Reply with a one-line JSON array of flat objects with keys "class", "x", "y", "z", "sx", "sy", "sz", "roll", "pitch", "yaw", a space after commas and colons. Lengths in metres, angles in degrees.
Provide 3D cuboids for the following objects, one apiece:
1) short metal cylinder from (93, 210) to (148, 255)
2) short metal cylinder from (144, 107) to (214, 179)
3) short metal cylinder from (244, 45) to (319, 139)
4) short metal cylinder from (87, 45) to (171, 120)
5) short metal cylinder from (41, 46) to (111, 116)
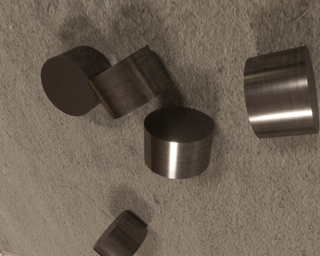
[{"class": "short metal cylinder", "x": -0.065, "y": 0.186, "z": 0.519, "sx": 0.050, "sy": 0.080, "sz": 0.080, "roll": 42, "pitch": 129, "yaw": -1}, {"class": "short metal cylinder", "x": 0.021, "y": 0.015, "z": 0.368, "sx": 0.080, "sy": 0.080, "sz": 0.050, "roll": 14, "pitch": 124, "yaw": 20}, {"class": "short metal cylinder", "x": 0.116, "y": -0.032, "z": 0.290, "sx": 0.050, "sy": 0.080, "sz": 0.080, "roll": -7, "pitch": 115, "yaw": 31}, {"class": "short metal cylinder", "x": -0.035, "y": -0.053, "z": 0.356, "sx": 0.080, "sy": 0.080, "sz": 0.050, "roll": -22, "pitch": 107, "yaw": 36}, {"class": "short metal cylinder", "x": -0.106, "y": -0.062, "z": 0.406, "sx": 0.080, "sy": 0.050, "sz": 0.079, "roll": 13, "pitch": 124, "yaw": 20}]
